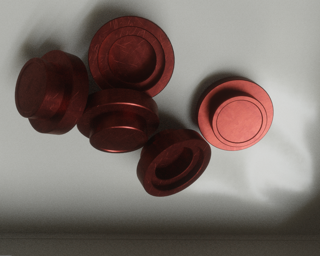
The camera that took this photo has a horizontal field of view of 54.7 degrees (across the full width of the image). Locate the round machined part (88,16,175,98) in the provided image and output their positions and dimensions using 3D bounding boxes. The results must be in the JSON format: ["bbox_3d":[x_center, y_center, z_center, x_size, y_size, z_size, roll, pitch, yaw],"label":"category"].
[{"bbox_3d":[-0.032,-0.083,0.371,0.099,0.042,0.097,0,110,-1],"label":"round machined part"}]

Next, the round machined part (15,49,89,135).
[{"bbox_3d":[-0.129,-0.043,0.355,0.042,0.098,0.097,11,117,-51],"label":"round machined part"}]

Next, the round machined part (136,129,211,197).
[{"bbox_3d":[0.014,0.040,0.401,0.099,0.042,0.097,-20,135,-20],"label":"round machined part"}]

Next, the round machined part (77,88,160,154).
[{"bbox_3d":[-0.049,-0.002,0.373,0.099,0.042,0.098,-5,151,-2],"label":"round machined part"}]

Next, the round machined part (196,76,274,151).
[{"bbox_3d":[0.097,-0.014,0.398,0.099,0.042,0.097,0,110,-1],"label":"round machined part"}]
